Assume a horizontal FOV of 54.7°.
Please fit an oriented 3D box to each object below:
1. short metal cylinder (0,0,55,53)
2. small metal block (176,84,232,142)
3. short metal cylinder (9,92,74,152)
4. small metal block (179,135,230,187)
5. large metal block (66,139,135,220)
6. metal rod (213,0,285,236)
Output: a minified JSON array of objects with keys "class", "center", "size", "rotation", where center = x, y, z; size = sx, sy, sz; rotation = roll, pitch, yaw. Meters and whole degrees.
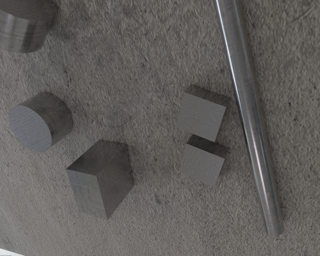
[{"class":"short metal cylinder","center":[-0.177,-0.138,0.379],"size":[0.080,0.080,0.050],"rotation":[40,129,1]},{"class":"small metal block","center":[0.051,-0.018,0.369],"size":[0.050,0.025,0.050],"rotation":[22,127,15]},{"class":"short metal cylinder","center":[-0.184,-0.010,0.481],"size":[0.080,0.050,0.079],"rotation":[13,124,21]},{"class":"small metal block","center":[0.057,0.042,0.403],"size":[0.050,0.025,0.050],"rotation":[22,127,15]},{"class":"large metal block","center":[-0.085,0.074,0.462],"size":[0.050,0.080,0.079],"rotation":[8,122,24]},{"class":"metal rod","center":[0.107,0.003,0.352],"size":[0.025,0.025,0.298],"rotation":[-5,116,30]}]
